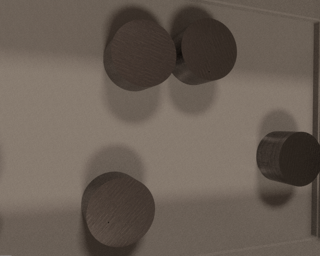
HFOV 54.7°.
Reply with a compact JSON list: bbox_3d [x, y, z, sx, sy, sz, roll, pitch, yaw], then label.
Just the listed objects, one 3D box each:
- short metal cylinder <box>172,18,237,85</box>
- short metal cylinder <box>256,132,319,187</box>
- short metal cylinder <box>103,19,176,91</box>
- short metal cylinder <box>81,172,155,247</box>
[{"bbox_3d":[0.055,-0.101,0.419,0.081,0.050,0.079,0,90,-21],"label":"short metal cylinder"},{"bbox_3d":[0.196,0.045,0.472,0.081,0.050,0.079,0,90,-21],"label":"short metal cylinder"},{"bbox_3d":[-0.026,-0.088,0.388,0.081,0.050,0.079,0,90,-21],"label":"short metal cylinder"},{"bbox_3d":[-0.052,0.097,0.379,0.081,0.050,0.079,0,90,-21],"label":"short metal cylinder"}]
